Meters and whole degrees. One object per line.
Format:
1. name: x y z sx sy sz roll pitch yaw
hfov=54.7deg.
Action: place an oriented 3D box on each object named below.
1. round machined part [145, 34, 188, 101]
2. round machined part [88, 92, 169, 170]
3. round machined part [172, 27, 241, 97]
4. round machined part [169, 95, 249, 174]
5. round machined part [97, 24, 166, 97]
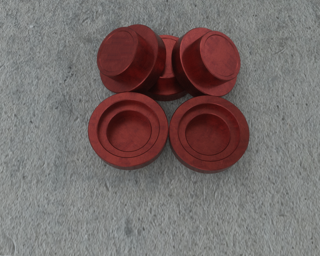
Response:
1. round machined part: 0.007 -0.090 0.433 0.099 0.042 0.098 0 70 -1
2. round machined part: -0.039 0.006 0.397 0.099 0.042 0.098 0 70 -1
3. round machined part: 0.068 -0.088 0.410 0.099 0.042 0.098 8 74 -30
4. round machined part: 0.060 0.011 0.397 0.099 0.042 0.098 0 70 -1
5. round machined part: -0.044 -0.093 0.408 0.098 0.042 0.098 -10 71 31
